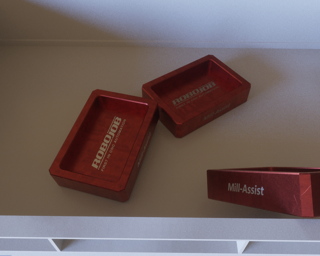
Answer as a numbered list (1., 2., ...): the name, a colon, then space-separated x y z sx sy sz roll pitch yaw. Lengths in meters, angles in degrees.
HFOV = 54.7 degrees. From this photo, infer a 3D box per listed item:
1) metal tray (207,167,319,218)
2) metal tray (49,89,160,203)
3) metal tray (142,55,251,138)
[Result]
1. metal tray: 0.114 0.053 0.283 0.091 0.130 0.030 1 84 -23
2. metal tray: -0.062 0.016 0.377 0.090 0.030 0.130 12 57 12
3. metal tray: 0.051 -0.050 0.443 0.131 0.030 0.090 -28 56 -22
